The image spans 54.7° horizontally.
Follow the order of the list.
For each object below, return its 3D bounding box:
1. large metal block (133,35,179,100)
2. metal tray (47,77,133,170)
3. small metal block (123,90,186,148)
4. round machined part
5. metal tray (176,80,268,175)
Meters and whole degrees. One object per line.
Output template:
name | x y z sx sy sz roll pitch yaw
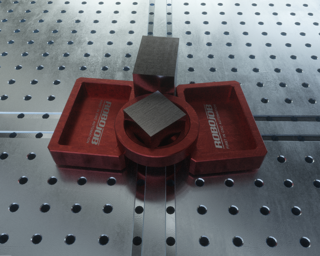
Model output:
large metal block | -0.003 -0.068 0.424 0.050 0.080 0.080 5 50 4
metal tray | -0.080 -0.011 0.407 0.091 0.030 0.130 5 50 4
small metal block | -0.006 -0.010 0.356 0.050 0.025 0.050 -32 57 -24
round machined part | -0.003 0.006 0.374 0.099 0.042 0.098 0 50 0
metal tray | 0.073 -0.005 0.404 0.091 0.030 0.130 -5 50 -4
